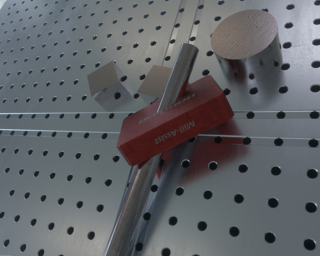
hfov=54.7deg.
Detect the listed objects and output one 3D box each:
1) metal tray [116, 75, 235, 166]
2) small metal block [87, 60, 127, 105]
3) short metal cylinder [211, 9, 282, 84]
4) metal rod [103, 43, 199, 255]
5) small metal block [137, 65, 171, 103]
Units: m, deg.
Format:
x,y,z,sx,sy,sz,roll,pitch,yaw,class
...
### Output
x,y,z,sx,sy,sz,roll,pitch,yaw,class
0.015,-0.012,0.375,0.130,0.030,0.090,-27,21,9,metal tray
-0.086,-0.073,0.499,0.050,0.025,0.050,-28,52,10,small metal block
0.112,-0.104,0.397,0.080,0.050,0.080,-13,56,21,short metal cylinder
-0.012,0.035,0.367,0.025,0.025,0.299,12,75,33,metal rod
0.003,-0.060,0.443,0.050,0.025,0.050,18,71,35,small metal block
